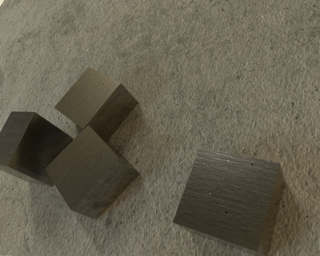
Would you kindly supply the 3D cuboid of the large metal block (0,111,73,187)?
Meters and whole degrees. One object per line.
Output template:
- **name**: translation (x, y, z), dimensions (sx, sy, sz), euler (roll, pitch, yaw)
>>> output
- **large metal block**: translation (-0.185, 0.031, 0.447), dimensions (0.050, 0.080, 0.080), euler (3, 63, 29)

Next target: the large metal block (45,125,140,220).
- **large metal block**: translation (-0.087, 0.056, 0.399), dimensions (0.080, 0.050, 0.080), euler (-47, 51, -5)

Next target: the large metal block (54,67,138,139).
- **large metal block**: translation (-0.094, -0.034, 0.458), dimensions (0.080, 0.050, 0.080), euler (30, 78, 37)

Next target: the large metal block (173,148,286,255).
- **large metal block**: translation (0.071, 0.072, 0.306), dimensions (0.080, 0.050, 0.080), euler (9, 66, 32)
